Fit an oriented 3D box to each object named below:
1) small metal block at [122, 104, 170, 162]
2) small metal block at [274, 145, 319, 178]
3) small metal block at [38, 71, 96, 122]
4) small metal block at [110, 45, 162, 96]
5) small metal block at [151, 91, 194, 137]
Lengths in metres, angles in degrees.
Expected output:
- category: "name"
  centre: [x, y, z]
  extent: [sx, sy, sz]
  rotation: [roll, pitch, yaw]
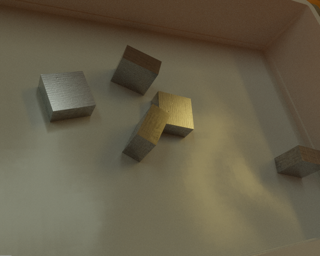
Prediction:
- category: "small metal block"
  centre: [-0.017, 0.007, 0.376]
  extent: [0.025, 0.050, 0.050]
  rotation: [32, 52, -8]
- category: "small metal block"
  centre: [0.214, 0.052, 0.472]
  extent: [0.050, 0.050, 0.025]
  rotation: [13, 56, -21]
- category: "small metal block"
  centre: [-0.111, -0.038, 0.369]
  extent: [0.050, 0.025, 0.050]
  rotation: [-12, 68, -33]
- category: "small metal block"
  centre: [-0.033, -0.076, 0.418]
  extent: [0.050, 0.050, 0.025]
  rotation: [23, 53, -14]
- category: "small metal block"
  centre: [0.016, -0.019, 0.426]
  extent: [0.050, 0.025, 0.050]
  rotation: [11, 57, -22]
